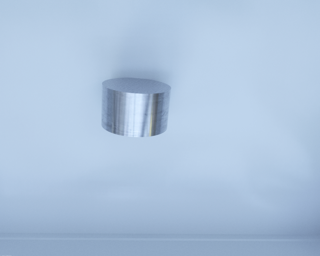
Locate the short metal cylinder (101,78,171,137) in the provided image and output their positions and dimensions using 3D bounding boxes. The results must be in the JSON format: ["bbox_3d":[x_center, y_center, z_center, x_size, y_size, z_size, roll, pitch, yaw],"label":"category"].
[{"bbox_3d":[-0.029,-0.027,0.372,0.081,0.080,0.050,4,110,-2],"label":"short metal cylinder"}]
